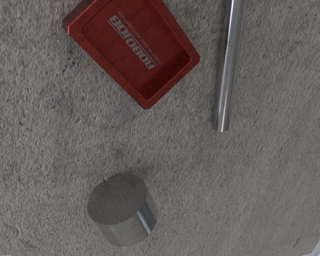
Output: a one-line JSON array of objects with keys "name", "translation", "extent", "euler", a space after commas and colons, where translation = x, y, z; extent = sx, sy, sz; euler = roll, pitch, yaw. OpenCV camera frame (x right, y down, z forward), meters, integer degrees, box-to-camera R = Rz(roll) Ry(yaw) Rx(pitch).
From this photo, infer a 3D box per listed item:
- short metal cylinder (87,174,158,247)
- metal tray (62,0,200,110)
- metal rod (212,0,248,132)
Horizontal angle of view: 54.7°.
[{"name": "short metal cylinder", "translation": [-0.048, 0.107, 0.412], "extent": [0.080, 0.080, 0.050], "euler": [-28, 128, -11]}, {"name": "metal tray", "translation": [-0.025, -0.091, 0.333], "extent": [0.090, 0.030, 0.130], "euler": [-44, 130, 2]}, {"name": "metal rod", "translation": [0.090, -0.128, 0.376], "extent": [0.025, 0.025, 0.298], "euler": [-13, 124, -21]}]
